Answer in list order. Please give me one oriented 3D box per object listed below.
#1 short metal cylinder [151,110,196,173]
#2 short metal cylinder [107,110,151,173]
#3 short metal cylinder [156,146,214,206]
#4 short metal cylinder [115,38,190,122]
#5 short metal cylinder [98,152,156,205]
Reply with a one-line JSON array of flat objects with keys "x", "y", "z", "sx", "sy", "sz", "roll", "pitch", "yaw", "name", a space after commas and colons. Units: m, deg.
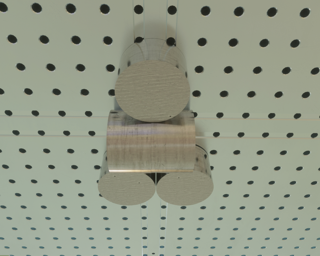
[{"x": 0.015, "y": 0.017, "z": 0.391, "sx": 0.050, "sy": 0.080, "sz": 0.079, "roll": 0, "pitch": 130, "yaw": -1, "name": "short metal cylinder"}, {"x": -0.036, "y": 0.017, "z": 0.390, "sx": 0.050, "sy": 0.080, "sz": 0.079, "roll": 0, "pitch": 130, "yaw": -1, "name": "short metal cylinder"}, {"x": 0.035, "y": 0.069, "z": 0.453, "sx": 0.081, "sy": 0.050, "sz": 0.079, "roll": 0, "pitch": 130, "yaw": 0, "name": "short metal cylinder"}, {"x": -0.008, "y": -0.053, "z": 0.350, "sx": 0.081, "sy": 0.050, "sz": 0.079, "roll": 0, "pitch": 130, "yaw": 0, "name": "short metal cylinder"}, {"x": -0.046, "y": 0.068, "z": 0.452, "sx": 0.081, "sy": 0.050, "sz": 0.079, "roll": 0, "pitch": 130, "yaw": 0, "name": "short metal cylinder"}]
